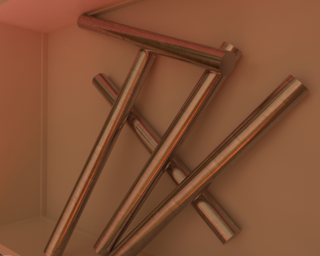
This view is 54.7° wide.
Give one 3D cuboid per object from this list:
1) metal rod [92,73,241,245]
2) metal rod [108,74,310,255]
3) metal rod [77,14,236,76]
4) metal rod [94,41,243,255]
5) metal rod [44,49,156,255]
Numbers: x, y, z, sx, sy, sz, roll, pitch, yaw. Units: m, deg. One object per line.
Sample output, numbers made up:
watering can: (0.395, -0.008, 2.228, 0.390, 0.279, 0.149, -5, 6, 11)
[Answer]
metal rod: (-0.008, 0.023, 0.413, 0.300, 0.025, 0.025, 48, 119, 29)
metal rod: (0.040, 0.062, 0.344, 0.299, 0.025, 0.025, -48, 61, 19)
metal rod: (-0.029, -0.119, 0.410, 0.300, 0.025, 0.025, 30, 109, 42)
metal rod: (0.003, 0.035, 0.373, 0.025, 0.025, 0.299, 40, 105, 32)
metal rod: (-0.080, 0.034, 0.418, 0.025, 0.025, 0.299, 25, 89, 37)
